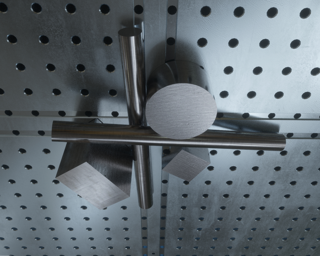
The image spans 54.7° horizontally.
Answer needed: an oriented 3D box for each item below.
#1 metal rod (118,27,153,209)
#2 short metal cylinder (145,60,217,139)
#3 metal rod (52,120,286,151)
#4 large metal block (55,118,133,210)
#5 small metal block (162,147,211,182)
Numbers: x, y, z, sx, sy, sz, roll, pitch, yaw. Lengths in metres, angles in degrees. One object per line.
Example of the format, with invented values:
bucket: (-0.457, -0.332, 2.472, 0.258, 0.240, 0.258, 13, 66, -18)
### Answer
metal rod: (-0.028, 0.012, 0.422, 0.025, 0.025, 0.298, -1, 130, 1)
short metal cylinder: (0.024, -0.033, 0.368, 0.081, 0.050, 0.079, 0, 130, 0)
metal rod: (0.021, 0.012, 0.397, 0.302, 0.025, 0.025, 3, 131, -13)
large metal block: (-0.082, 0.048, 0.414, 0.050, 0.080, 0.080, -28, 125, 21)
small metal block: (0.037, 0.047, 0.454, 0.050, 0.025, 0.050, 26, 125, -21)
